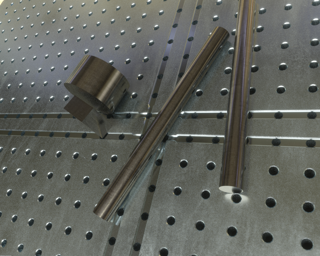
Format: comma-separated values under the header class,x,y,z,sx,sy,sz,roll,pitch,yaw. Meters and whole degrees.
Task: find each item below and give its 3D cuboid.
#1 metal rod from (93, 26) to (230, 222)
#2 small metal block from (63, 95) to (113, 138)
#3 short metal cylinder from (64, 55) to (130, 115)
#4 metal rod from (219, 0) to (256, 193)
class,x,y,z,sx,sy,sz,roll,pitch,yaw
metal rod,0.009,-0.014,0.411,0.025,0.025,0.300,24,74,36
small metal block,-0.105,-0.016,0.455,0.050,0.050,0.025,31,79,37
short metal cylinder,-0.092,-0.062,0.458,0.080,0.080,0.050,20,72,35
metal rod,0.103,-0.066,0.394,0.025,0.025,0.299,-2,60,27
